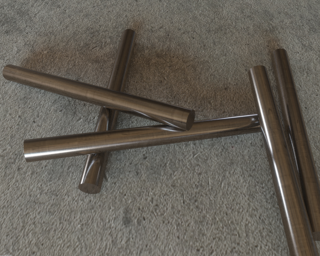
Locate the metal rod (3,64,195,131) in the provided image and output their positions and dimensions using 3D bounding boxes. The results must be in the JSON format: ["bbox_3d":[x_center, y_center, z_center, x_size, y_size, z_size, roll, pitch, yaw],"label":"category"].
[{"bbox_3d":[-0.097,-0.047,0.413,0.301,0.025,0.025,16,51,24],"label":"metal rod"}]

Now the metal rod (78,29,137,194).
[{"bbox_3d":[-0.066,-0.047,0.441,0.025,0.025,0.300,4,50,3],"label":"metal rod"}]

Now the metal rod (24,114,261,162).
[{"bbox_3d":[0.000,0.008,0.373,0.302,0.025,0.025,-7,50,-15],"label":"metal rod"}]

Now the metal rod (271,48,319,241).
[{"bbox_3d":[0.177,-0.005,0.408,0.025,0.025,0.300,5,50,4],"label":"metal rod"}]

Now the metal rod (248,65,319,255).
[{"bbox_3d":[0.135,0.048,0.341,0.025,0.025,0.300,-1,57,-1],"label":"metal rod"}]
